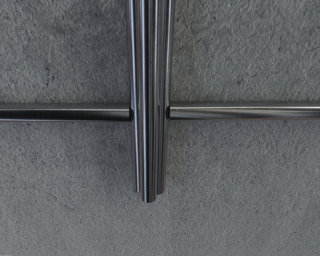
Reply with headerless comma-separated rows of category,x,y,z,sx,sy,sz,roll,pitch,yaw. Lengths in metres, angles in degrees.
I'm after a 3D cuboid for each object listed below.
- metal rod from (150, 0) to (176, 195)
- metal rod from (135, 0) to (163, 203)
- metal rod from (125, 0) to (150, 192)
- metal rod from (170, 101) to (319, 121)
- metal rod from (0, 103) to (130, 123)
metal rod,-0.001,-0.017,0.395,0.025,0.025,0.298,1,130,-1
metal rod,-0.014,-0.010,0.374,0.025,0.025,0.298,1,130,-1
metal rod,-0.025,-0.022,0.391,0.025,0.025,0.298,1,130,-1
metal rod,0.163,-0.022,0.392,0.302,0.025,0.025,0,130,-1
metal rod,-0.189,-0.019,0.389,0.302,0.025,0.025,0,130,-1
